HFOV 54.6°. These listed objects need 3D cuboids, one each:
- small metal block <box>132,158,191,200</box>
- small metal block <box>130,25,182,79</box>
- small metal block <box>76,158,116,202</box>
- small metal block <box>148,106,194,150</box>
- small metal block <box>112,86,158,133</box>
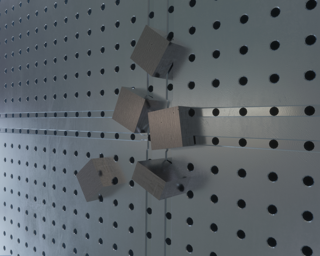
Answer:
[{"bbox_3d":[0.002,0.063,0.393,0.050,0.050,0.025,31,109,36],"label":"small metal block"},{"bbox_3d":[-0.007,-0.102,0.416,0.050,0.025,0.050,44,117,31],"label":"small metal block"},{"bbox_3d":[-0.103,0.083,0.496,0.050,0.025,0.050,-43,64,31],"label":"small metal block"},{"bbox_3d":[0.014,0.001,0.399,0.050,0.025,0.050,-10,84,39],"label":"small metal block"},{"bbox_3d":[-0.037,-0.026,0.441,0.050,0.025,0.050,31,109,35],"label":"small metal block"}]
